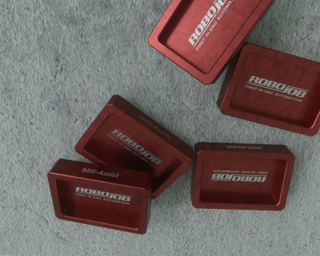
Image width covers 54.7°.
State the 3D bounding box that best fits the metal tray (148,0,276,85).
[{"bbox_3d":[0.059,-0.124,0.345,0.090,0.030,0.129,38,107,8],"label":"metal tray"}]

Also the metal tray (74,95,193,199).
[{"bbox_3d":[-0.033,0.029,0.407,0.130,0.030,0.090,36,118,-13],"label":"metal tray"}]

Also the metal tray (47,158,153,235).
[{"bbox_3d":[-0.078,0.093,0.418,0.131,0.030,0.089,8,125,6],"label":"metal tray"}]

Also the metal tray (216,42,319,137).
[{"bbox_3d":[0.148,-0.048,0.390,0.131,0.030,0.089,14,110,-6],"label":"metal tray"}]

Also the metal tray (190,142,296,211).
[{"bbox_3d":[0.112,0.068,0.432,0.131,0.030,0.089,2,110,-1],"label":"metal tray"}]
